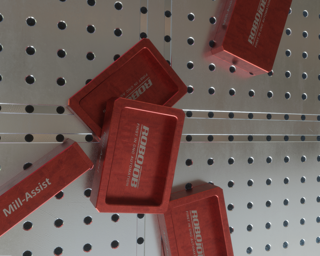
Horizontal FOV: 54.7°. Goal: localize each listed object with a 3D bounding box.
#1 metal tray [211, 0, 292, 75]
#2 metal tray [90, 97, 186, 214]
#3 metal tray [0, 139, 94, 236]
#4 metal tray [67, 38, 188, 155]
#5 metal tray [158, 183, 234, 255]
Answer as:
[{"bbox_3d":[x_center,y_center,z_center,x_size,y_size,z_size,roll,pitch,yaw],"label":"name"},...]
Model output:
[{"bbox_3d":[0.139,-0.156,0.463,0.091,0.030,0.129,20,83,-19],"label":"metal tray"},{"bbox_3d":[-0.026,0.034,0.370,0.091,0.030,0.129,10,92,-26],"label":"metal tray"},{"bbox_3d":[-0.138,0.063,0.327,0.131,0.090,0.030,-38,103,-16],"label":"metal tray"},{"bbox_3d":[-0.039,-0.040,0.396,0.130,0.030,0.090,-44,104,-15],"label":"metal tray"},{"bbox_3d":[0.051,0.152,0.430,0.091,0.030,0.129,-12,94,-20],"label":"metal tray"}]
